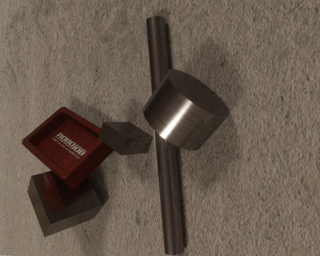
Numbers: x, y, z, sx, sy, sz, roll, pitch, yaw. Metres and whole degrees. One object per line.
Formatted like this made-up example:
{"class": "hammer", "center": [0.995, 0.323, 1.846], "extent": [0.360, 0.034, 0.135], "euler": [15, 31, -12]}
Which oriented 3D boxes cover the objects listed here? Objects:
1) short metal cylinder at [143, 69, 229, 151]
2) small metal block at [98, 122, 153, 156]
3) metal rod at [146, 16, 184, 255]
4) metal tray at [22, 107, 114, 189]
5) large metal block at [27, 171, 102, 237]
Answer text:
{"class": "short metal cylinder", "center": [0.029, -0.021, 0.344], "extent": [0.080, 0.081, 0.050], "euler": [51, 120, 27]}
{"class": "small metal block", "center": [-0.047, 0.013, 0.425], "extent": [0.050, 0.050, 0.025], "euler": [31, 109, 35]}
{"class": "metal rod", "center": [0.006, 0.006, 0.397], "extent": [0.025, 0.025, 0.298], "euler": [-8, 85, 39]}
{"class": "metal tray", "center": [-0.143, 0.025, 0.481], "extent": [0.130, 0.030, 0.090], "euler": [27, 63, 36]}
{"class": "large metal block", "center": [-0.150, 0.110, 0.483], "extent": [0.080, 0.081, 0.050], "euler": [58, 138, 24]}
